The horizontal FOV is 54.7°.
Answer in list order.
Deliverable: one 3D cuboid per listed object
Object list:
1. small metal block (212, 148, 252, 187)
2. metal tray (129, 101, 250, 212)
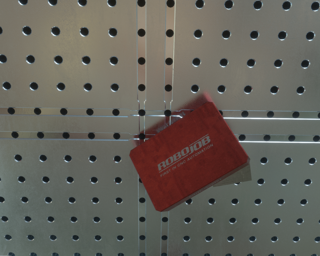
[{"bbox_3d":[0.091,0.052,0.421,0.050,0.050,0.025,-11,110,3],"label":"small metal block"},{"bbox_3d":[0.036,0.038,0.398,0.130,0.030,0.090,-33,68,11],"label":"metal tray"}]
